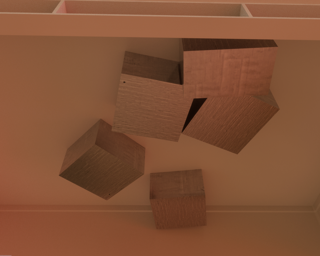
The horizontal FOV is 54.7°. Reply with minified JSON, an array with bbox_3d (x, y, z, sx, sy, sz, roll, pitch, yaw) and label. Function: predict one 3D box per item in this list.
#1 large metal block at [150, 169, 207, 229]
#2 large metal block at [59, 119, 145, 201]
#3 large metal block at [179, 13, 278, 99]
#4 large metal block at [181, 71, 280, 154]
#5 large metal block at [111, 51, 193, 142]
[{"bbox_3d":[0.030,0.113,0.490,0.080,0.050,0.080,-5,130,4],"label":"large metal block"},{"bbox_3d":[-0.078,0.046,0.431,0.080,0.050,0.080,36,121,-27],"label":"large metal block"},{"bbox_3d":[0.061,-0.074,0.311,0.081,0.080,0.050,-2,130,1],"label":"large metal block"},{"bbox_3d":[0.079,-0.023,0.374,0.080,0.050,0.079,21,127,-17],"label":"large metal block"},{"bbox_3d":[-0.009,-0.035,0.363,0.081,0.050,0.079,10,130,-9],"label":"large metal block"}]
